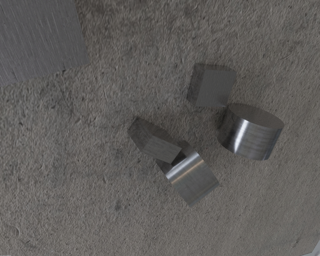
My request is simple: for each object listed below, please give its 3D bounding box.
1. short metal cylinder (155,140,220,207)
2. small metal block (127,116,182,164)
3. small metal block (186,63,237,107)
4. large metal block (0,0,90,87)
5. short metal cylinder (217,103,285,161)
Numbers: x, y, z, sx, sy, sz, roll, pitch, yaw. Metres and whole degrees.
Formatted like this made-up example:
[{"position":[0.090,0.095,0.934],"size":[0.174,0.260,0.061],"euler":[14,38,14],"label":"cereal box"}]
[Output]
[{"position":[0.038,0.063,0.431],"size":[0.050,0.080,0.080],"euler":[-37,129,-3],"label":"short metal cylinder"},{"position":[-0.008,0.015,0.396],"size":[0.050,0.050,0.025],"euler":[26,104,-37],"label":"small metal block"},{"position":[0.067,-0.056,0.409],"size":[0.050,0.025,0.050],"euler":[-2,119,-28],"label":"small metal block"},{"position":[-0.116,-0.091,0.271],"size":[0.081,0.050,0.079],"euler":[-20,126,-17],"label":"large metal block"},{"position":[0.129,0.004,0.444],"size":[0.081,0.080,0.050],"euler":[2,118,-29],"label":"short metal cylinder"}]
